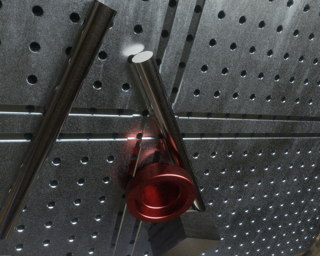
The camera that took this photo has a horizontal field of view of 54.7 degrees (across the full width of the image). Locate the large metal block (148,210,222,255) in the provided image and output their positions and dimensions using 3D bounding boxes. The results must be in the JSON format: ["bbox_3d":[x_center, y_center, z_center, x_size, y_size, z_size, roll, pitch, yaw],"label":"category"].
[{"bbox_3d":[0.040,0.180,0.515,0.080,0.050,0.080,20,127,-36],"label":"large metal block"}]

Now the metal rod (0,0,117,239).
[{"bbox_3d":[-0.125,0.003,0.345,0.025,0.025,0.298,19,108,-36],"label":"metal rod"}]

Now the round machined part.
[{"bbox_3d":[-0.001,0.088,0.446,0.099,0.042,0.097,-7,127,-9],"label":"round machined part"}]

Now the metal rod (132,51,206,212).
[{"bbox_3d":[0.024,0.028,0.443,0.025,0.025,0.299,-30,129,-10],"label":"metal rod"}]
